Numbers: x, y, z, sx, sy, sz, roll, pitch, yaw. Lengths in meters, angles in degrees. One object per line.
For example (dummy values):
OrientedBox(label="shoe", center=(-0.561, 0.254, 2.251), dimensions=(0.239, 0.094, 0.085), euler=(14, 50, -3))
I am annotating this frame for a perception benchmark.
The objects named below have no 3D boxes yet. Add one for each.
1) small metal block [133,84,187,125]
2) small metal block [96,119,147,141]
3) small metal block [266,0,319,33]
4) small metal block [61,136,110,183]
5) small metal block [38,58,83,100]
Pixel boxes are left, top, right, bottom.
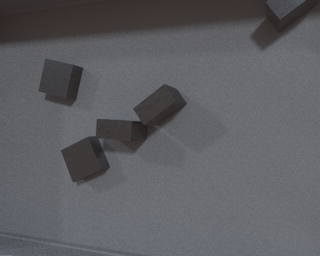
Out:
OrientedBox(label="small metal block", center=(0.001, -0.028, 0.397), dimensions=(0.050, 0.050, 0.025), euler=(-37, 78, 16))
OrientedBox(label="small metal block", center=(-0.050, 0.002, 0.415), dimensions=(0.050, 0.050, 0.025), euler=(4, 92, 20))
OrientedBox(label="small metal block", center=(0.148, -0.138, 0.345), dimensions=(0.050, 0.050, 0.025), euler=(-36, 79, 16))
OrientedBox(label="small metal block", center=(-0.108, 0.045, 0.449), dimensions=(0.050, 0.025, 0.050), euler=(-26, 82, 18))
OrientedBox(label="small metal block", center=(-0.148, -0.073, 0.463), dimensions=(0.050, 0.025, 0.050), euler=(15, 95, 19))
